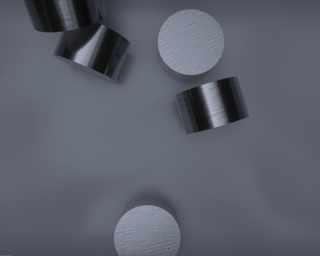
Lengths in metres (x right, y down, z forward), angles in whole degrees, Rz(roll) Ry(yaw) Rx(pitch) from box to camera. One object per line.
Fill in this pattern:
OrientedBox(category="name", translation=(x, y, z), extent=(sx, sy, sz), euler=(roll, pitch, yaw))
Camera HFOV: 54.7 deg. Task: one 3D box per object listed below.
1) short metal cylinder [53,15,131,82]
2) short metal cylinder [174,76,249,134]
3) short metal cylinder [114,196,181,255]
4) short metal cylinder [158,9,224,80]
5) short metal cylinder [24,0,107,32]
OrientedBox(category="short metal cylinder", translation=(-0.083, -0.096, 0.383), extent=(0.080, 0.080, 0.050), euler=(22, 90, -1))
OrientedBox(category="short metal cylinder", translation=(0.064, -0.027, 0.385), extent=(0.080, 0.080, 0.050), euler=(-16, 90, 0))
OrientedBox(category="short metal cylinder", translation=(-0.015, 0.133, 0.399), extent=(0.081, 0.050, 0.079), euler=(0, 90, -1))
OrientedBox(category="short metal cylinder", translation=(0.037, -0.104, 0.399), extent=(0.081, 0.050, 0.079), euler=(0, 90, -1))
OrientedBox(category="short metal cylinder", translation=(-0.101, -0.139, 0.326), extent=(0.081, 0.080, 0.050), euler=(-8, 126, -1))
